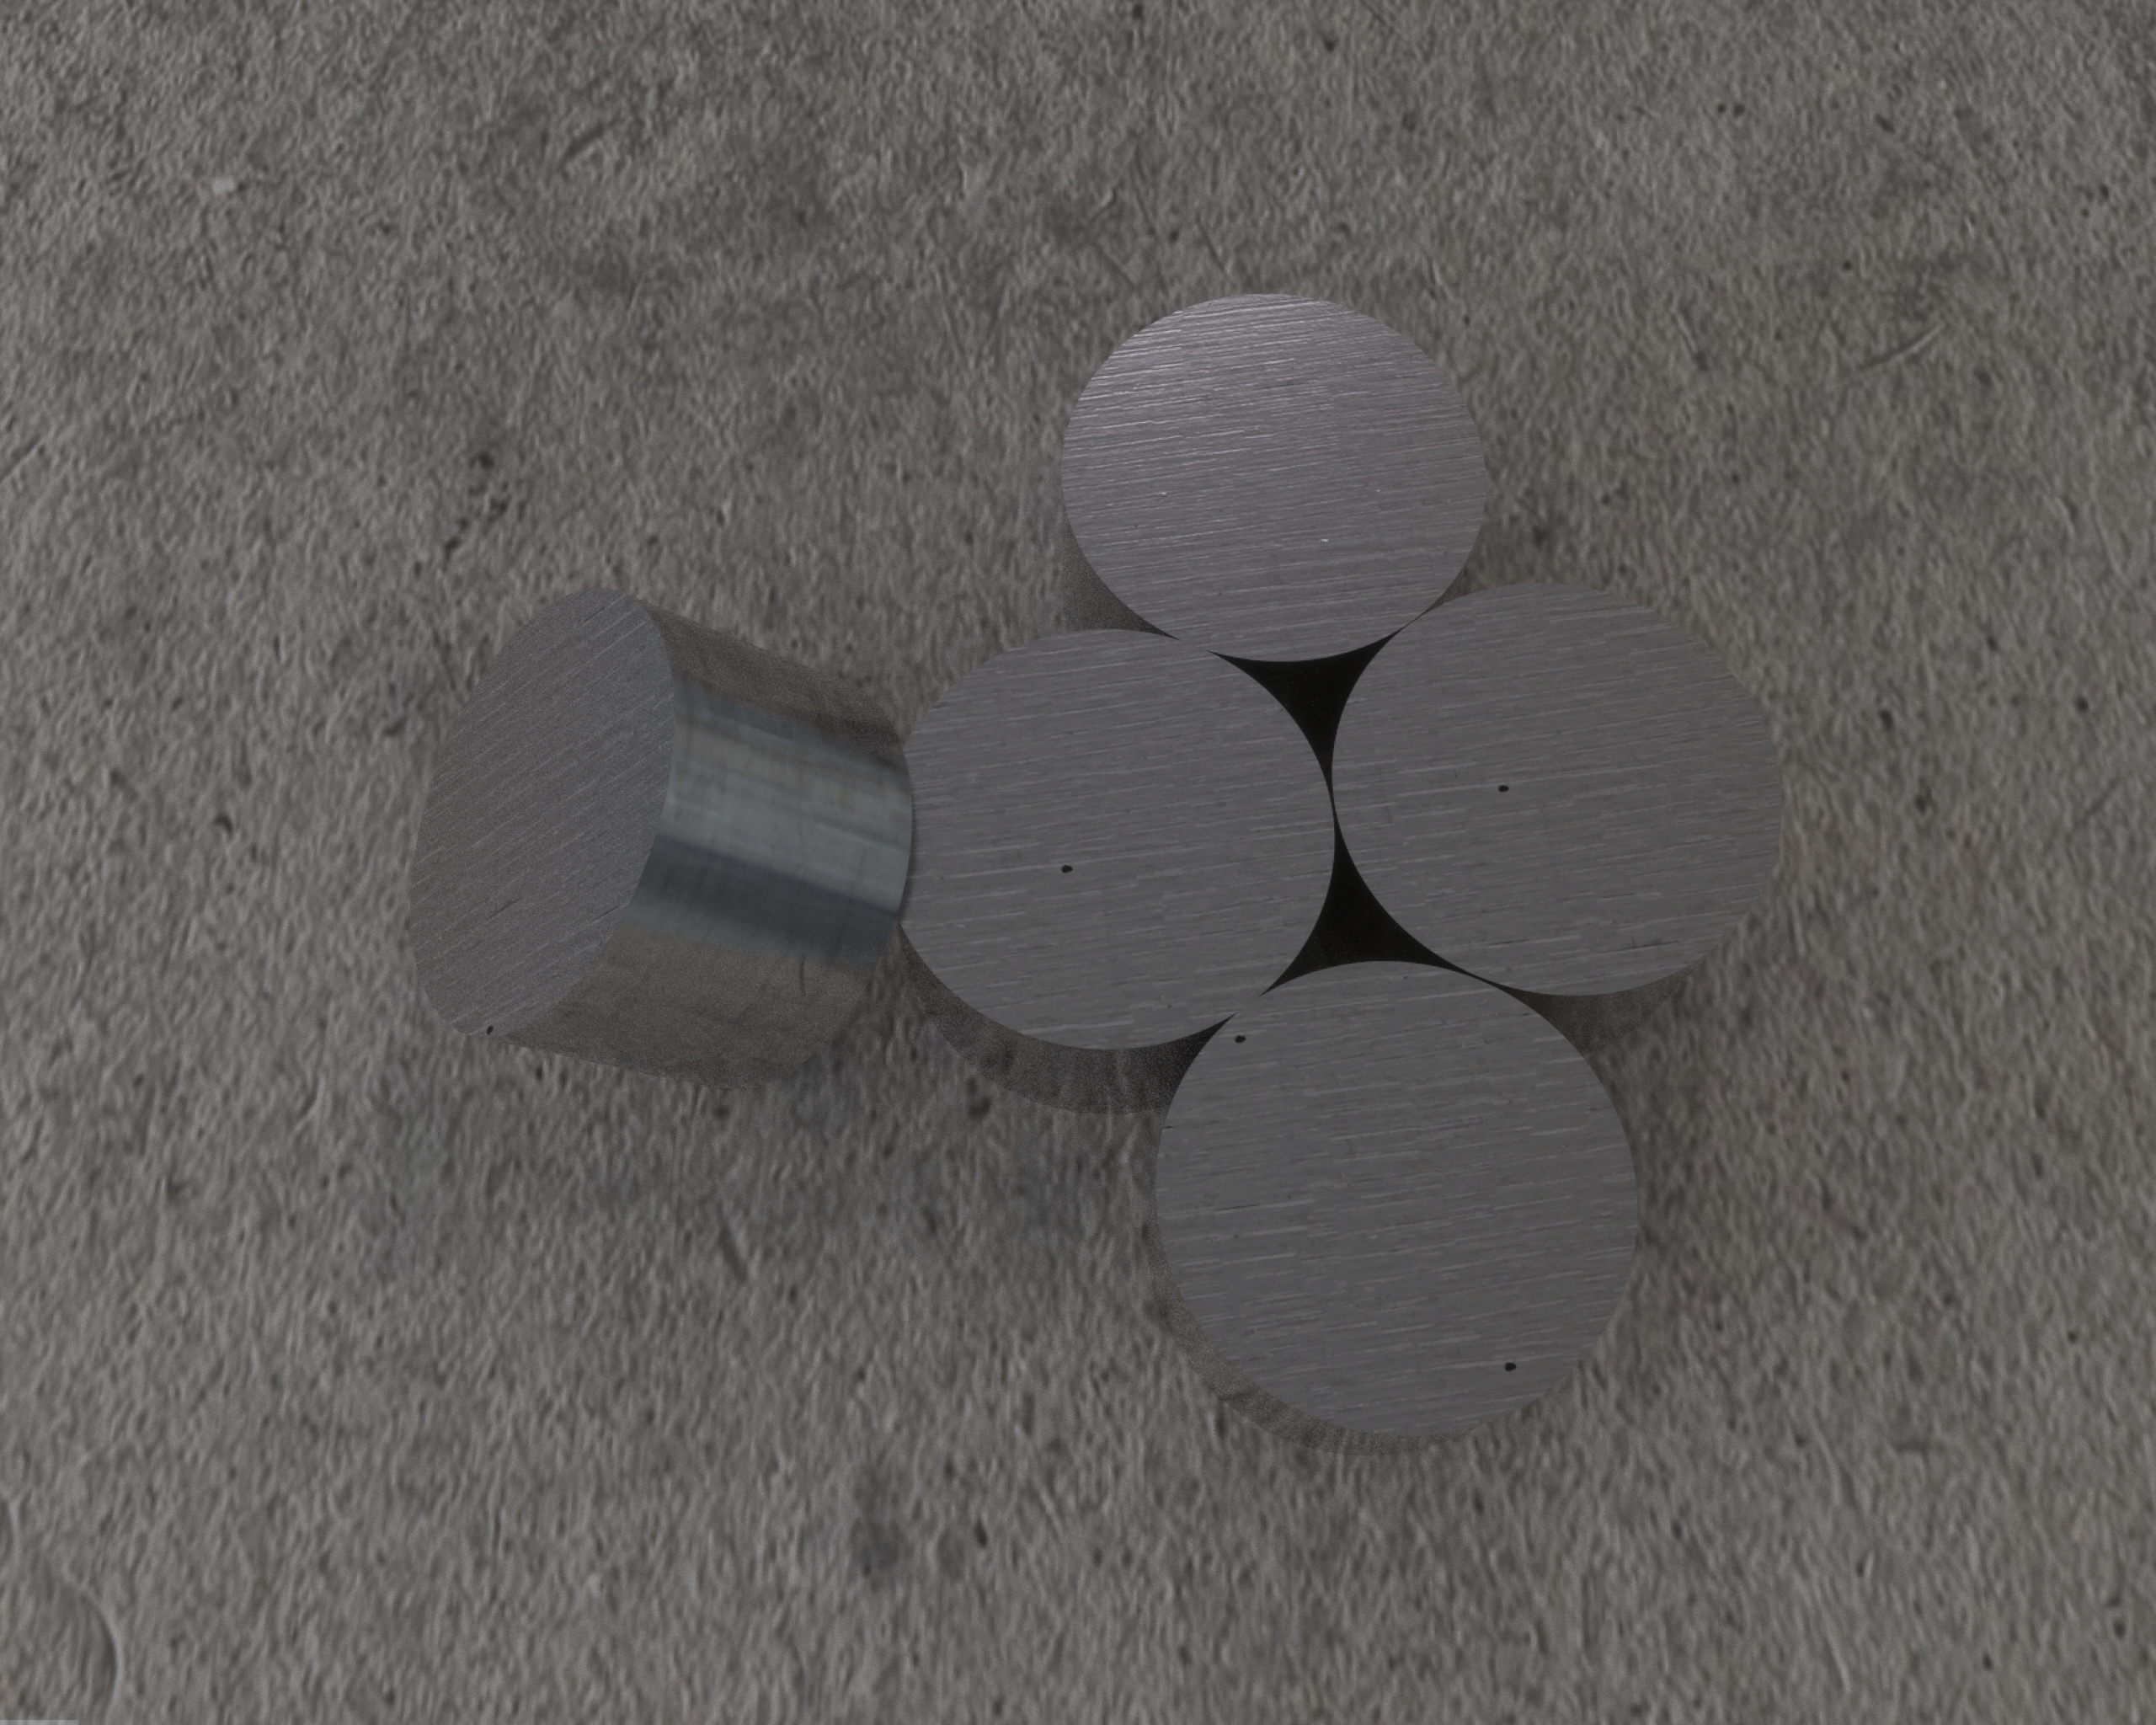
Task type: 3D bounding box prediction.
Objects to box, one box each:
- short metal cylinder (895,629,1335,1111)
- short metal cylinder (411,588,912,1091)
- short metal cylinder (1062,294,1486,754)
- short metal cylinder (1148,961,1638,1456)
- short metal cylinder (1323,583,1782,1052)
[{"bbox_3d":[0.005,0.003,0.394,0.081,0.050,0.080,0,70,0],"label":"short metal cylinder"},{"bbox_3d":[-0.075,-0.003,0.373,0.080,0.050,0.080,-19,62,40],"label":"short metal cylinder"},{"bbox_3d":[0.037,-0.066,0.419,0.081,0.050,0.080,0,70,0],"label":"short metal cylinder"},{"bbox_3d":[0.053,0.063,0.372,0.081,0.050,0.080,0,70,0],"label":"short metal cylinder"},{"bbox_3d":[0.086,-0.006,0.397,0.081,0.050,0.080,0,70,0],"label":"short metal cylinder"}]
